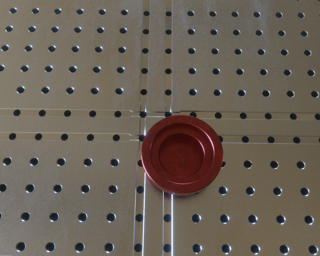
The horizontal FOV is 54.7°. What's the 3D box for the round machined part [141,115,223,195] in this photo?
[{"bbox_3d":[0.027,0.036,0.390,0.099,0.042,0.098,0,70,-1],"label":"round machined part"}]
